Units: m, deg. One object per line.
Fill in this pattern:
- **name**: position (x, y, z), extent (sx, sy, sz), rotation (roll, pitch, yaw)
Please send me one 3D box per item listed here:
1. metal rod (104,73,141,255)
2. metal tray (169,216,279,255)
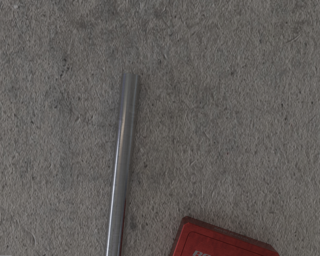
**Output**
- **metal rod**: position (-0.053, 0.078, 0.409), extent (0.025, 0.025, 0.298), rotation (6, 90, 0)
- **metal tray**: position (0.079, 0.182, 0.408), extent (0.131, 0.030, 0.090), rotation (19, 90, 0)
